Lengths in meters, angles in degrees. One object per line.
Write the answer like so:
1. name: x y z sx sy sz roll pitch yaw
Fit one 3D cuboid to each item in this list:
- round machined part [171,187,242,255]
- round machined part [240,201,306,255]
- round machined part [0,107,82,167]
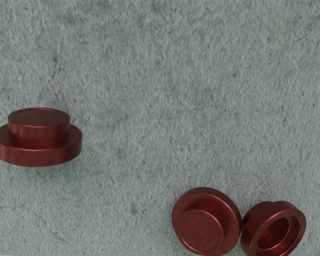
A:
1. round machined part: 0.061 0.136 0.431 0.098 0.042 0.097 6 104 24
2. round machined part: 0.156 0.145 0.445 0.099 0.042 0.097 -10 116 -20
3. round machined part: -0.144 0.005 0.371 0.099 0.098 0.042 7 110 -3
